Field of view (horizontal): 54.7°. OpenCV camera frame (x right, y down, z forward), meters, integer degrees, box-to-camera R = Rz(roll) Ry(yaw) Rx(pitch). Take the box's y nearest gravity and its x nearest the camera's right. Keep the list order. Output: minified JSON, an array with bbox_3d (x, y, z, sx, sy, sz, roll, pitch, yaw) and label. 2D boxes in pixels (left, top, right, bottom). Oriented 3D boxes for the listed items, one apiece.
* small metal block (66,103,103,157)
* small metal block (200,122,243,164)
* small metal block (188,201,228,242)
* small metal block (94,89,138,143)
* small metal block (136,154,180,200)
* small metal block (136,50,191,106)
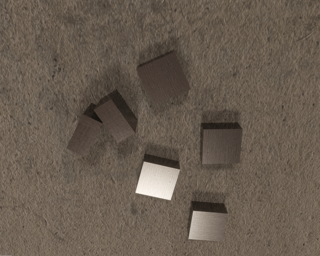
[{"bbox_3d":[-0.091,0.001,0.396,0.025,0.050,0.050,27,108,-10],"label":"small metal block"},{"bbox_3d":[0.081,0.020,0.419,0.050,0.025,0.050,-1,110,0],"label":"small metal block"},{"bbox_3d":[0.070,0.139,0.462,0.050,0.025,0.050,5,110,-3],"label":"small metal block"},{"bbox_3d":[-0.054,-0.016,0.390,0.025,0.050,0.050,-30,108,10],"label":"small metal block"},{"bbox_3d":[-0.003,0.069,0.435,0.050,0.025,0.050,13,110,-6],"label":"small metal block"},{"bbox_3d":[0.005,-0.063,0.387,0.050,0.025,0.050,-23,109,8],"label":"small metal block"}]
